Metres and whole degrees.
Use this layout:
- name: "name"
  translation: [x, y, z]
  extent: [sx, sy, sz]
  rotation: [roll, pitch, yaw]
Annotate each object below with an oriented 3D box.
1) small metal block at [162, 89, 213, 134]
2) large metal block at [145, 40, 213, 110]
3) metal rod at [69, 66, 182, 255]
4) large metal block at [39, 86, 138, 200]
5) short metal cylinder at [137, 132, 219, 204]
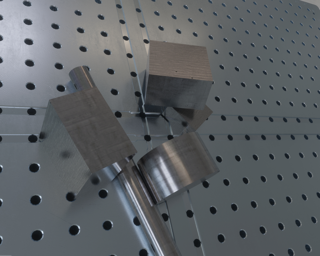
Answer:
- name: "small metal block"
  translation: [0.040, -0.022, 0.443]
  extent: [0.050, 0.025, 0.050]
  rotation: [45, 51, 3]
- name: "large metal block"
  translation: [0.023, -0.073, 0.426]
  extent: [0.081, 0.050, 0.080]
  rotation: [5, 46, -6]
- name: "metal rod"
  translation: [-0.035, 0.055, 0.355]
  extent: [0.025, 0.025, 0.299]
  rotation: [-18, 71, -35]
- name: "large metal block"
  translation: [-0.078, 0.017, 0.320]
  extent: [0.050, 0.080, 0.080]
  rotation: [-24, 75, -37]
- name: "short metal cylinder"
  translation: [0.021, 0.046, 0.356]
  extent: [0.081, 0.080, 0.050]
  rotation: [-17, 71, -35]
